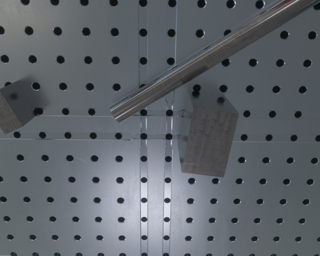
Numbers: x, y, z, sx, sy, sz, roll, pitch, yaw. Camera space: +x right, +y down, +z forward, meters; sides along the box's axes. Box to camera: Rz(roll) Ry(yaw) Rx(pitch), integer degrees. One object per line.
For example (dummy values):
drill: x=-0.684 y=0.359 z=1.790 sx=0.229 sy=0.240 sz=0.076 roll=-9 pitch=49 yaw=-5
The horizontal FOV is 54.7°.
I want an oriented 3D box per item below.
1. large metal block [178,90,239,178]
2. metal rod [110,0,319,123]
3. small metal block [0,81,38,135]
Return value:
large metal block: x=0.056 y=0.004 z=0.386 sx=0.050 sy=0.080 sz=0.079 roll=8 pitch=110 yaw=-3
metal rod: x=0.069 y=-0.092 z=0.379 sx=0.300 sy=0.025 sz=0.025 roll=-30 pitch=108 yaw=10
small metal block: x=-0.186 y=-0.027 z=0.388 sx=0.025 sy=0.050 sz=0.050 roll=-23 pitch=109 yaw=8
